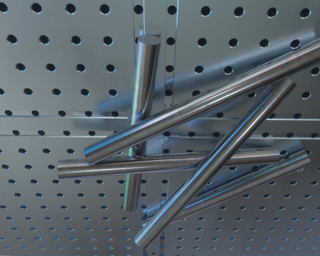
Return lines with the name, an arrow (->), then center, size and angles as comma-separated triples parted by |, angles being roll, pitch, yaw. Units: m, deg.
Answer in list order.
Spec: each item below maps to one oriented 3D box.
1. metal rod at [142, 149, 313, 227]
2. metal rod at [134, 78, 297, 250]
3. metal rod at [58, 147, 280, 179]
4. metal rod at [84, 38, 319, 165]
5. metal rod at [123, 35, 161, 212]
metal rod -> 0.096, 0.110, 0.507 | 0.300, 0.025, 0.025 | -30, 124, 22
metal rod -> 0.063, 0.054, 0.408 | 0.025, 0.025, 0.299 | 31, 108, -24
metal rod -> 0.018, 0.047, 0.426 | 0.302, 0.025, 0.025 | -3, 131, -9
metal rod -> 0.045, -0.026, 0.367 | 0.301, 0.025, 0.025 | -24, 127, 10
metal rod -> -0.031, 0.018, 0.426 | 0.025, 0.025, 0.298 | 5, 130, -5
